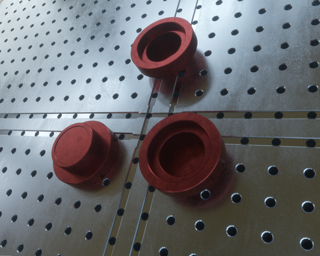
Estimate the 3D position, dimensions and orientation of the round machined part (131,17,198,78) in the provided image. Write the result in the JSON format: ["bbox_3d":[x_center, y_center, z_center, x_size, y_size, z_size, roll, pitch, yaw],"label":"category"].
[{"bbox_3d":[0.009,-0.114,0.461,0.098,0.042,0.098,-13,56,20],"label":"round machined part"}]

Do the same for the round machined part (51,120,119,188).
[{"bbox_3d":[-0.111,0.031,0.435,0.098,0.042,0.098,-13,56,20],"label":"round machined part"}]

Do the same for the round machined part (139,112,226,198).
[{"bbox_3d":[0.029,0.034,0.361,0.098,0.042,0.098,-13,56,20],"label":"round machined part"}]
